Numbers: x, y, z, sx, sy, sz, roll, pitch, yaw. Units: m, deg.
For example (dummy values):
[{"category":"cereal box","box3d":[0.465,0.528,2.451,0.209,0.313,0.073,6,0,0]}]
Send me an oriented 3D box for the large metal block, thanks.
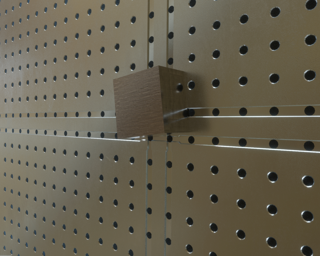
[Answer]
[{"category":"large metal block","box3d":[-0.013,-0.030,0.405,0.080,0.050,0.080,-8,85,40]}]
